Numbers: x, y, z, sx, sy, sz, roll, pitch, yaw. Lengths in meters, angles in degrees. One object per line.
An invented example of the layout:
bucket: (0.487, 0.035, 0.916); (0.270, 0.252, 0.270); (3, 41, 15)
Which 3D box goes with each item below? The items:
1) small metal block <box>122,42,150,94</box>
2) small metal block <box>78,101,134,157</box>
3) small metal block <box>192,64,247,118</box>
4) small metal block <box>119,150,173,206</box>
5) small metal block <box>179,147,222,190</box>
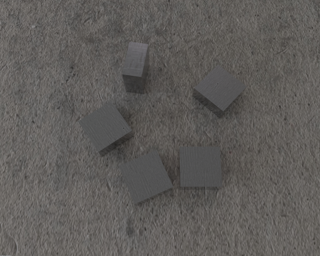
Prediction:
small metal block: (-0.032, -0.081, 0.424); (0.025, 0.050, 0.050); (9, 70, 3)
small metal block: (-0.070, 0.001, 0.407); (0.050, 0.025, 0.050); (-33, 74, -12)
small metal block: (0.081, -0.050, 0.427); (0.050, 0.025, 0.050); (41, 75, 13)
small metal block: (-0.017, 0.062, 0.385); (0.050, 0.025, 0.050); (-23, 72, -8)
small metal block: (0.050, 0.051, 0.390); (0.050, 0.025, 0.050); (0, 70, 0)
